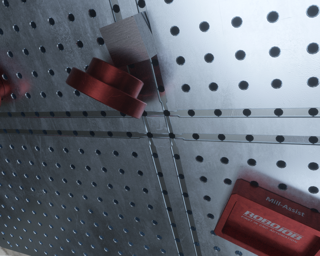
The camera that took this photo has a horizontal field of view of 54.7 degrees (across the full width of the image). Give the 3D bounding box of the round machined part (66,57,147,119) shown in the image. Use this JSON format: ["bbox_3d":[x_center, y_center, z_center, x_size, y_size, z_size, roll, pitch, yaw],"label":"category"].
[{"bbox_3d":[-0.059,-0.052,0.376,0.098,0.098,0.042,28,93,11],"label":"round machined part"}]

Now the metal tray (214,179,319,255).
[{"bbox_3d":[0.148,0.133,0.412,0.130,0.030,0.089,23,127,14],"label":"metal tray"}]

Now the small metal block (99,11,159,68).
[{"bbox_3d":[-0.036,-0.103,0.367,0.050,0.025,0.050,-8,114,31],"label":"small metal block"}]

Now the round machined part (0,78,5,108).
[{"bbox_3d":[-0.303,-0.069,0.518,0.098,0.042,0.097,13,124,21],"label":"round machined part"}]
